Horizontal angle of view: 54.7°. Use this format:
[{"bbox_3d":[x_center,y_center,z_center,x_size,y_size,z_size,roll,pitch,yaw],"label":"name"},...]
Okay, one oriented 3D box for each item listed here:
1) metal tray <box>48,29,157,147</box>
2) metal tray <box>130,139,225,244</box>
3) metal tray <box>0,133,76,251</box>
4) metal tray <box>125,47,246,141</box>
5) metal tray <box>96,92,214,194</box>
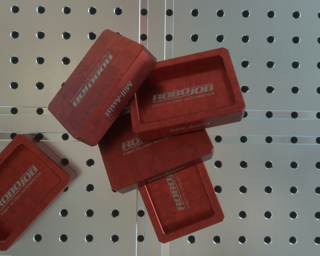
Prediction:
[{"bbox_3d":[-0.074,-0.053,0.383,0.090,0.030,0.130,36,89,41],"label":"metal tray"},{"bbox_3d":[0.019,0.074,0.411,0.090,0.030,0.129,-21,90,-1],"label":"metal tray"},{"bbox_3d":[-0.189,0.082,0.408,0.090,0.030,0.130,42,90,-1],"label":"metal tray"},{"bbox_3d":[0.028,-0.041,0.378,0.131,0.030,0.090,-12,66,4],"label":"metal tray"},{"bbox_3d":[-0.008,0.018,0.395,0.131,0.030,0.090,-22,68,-1],"label":"metal tray"}]
